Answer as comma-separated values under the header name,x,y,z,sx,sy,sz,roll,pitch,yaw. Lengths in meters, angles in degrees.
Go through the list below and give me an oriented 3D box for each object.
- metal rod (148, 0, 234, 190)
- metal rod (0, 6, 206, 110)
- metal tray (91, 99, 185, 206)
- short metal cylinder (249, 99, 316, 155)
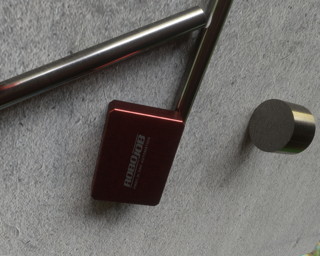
name,x,y,z,sx,sy,sz,roll,pitch,yaw
metal rod,0.035,-0.045,0.398,0.025,0.025,0.298,6,116,-31
metal rod,-0.088,-0.063,0.319,0.302,0.025,0.025,-26,128,-13
metal tray,-0.031,0.036,0.393,0.091,0.030,0.129,10,114,-15
short metal cylinder,0.184,-0.001,0.472,0.050,0.080,0.079,8,114,-32
